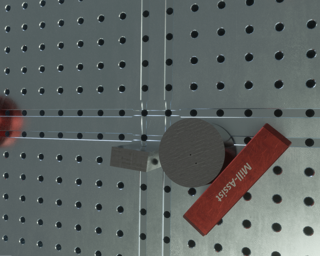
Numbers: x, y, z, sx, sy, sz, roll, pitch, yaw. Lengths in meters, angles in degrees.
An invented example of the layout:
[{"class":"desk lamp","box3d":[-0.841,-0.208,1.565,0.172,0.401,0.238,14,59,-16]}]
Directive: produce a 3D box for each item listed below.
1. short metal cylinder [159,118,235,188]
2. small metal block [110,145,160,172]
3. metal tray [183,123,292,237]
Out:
[{"class":"short metal cylinder","box3d":[0.046,0.030,0.377,0.080,0.050,0.080,-3,83,26]},{"class":"small metal block","box3d":[-0.031,0.039,0.409,0.050,0.050,0.025,7,93,19]},{"class":"metal tray","box3d":[0.088,0.053,0.346,0.030,0.090,0.130,42,103,15]}]
